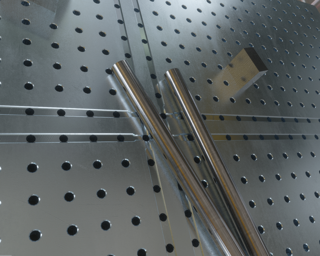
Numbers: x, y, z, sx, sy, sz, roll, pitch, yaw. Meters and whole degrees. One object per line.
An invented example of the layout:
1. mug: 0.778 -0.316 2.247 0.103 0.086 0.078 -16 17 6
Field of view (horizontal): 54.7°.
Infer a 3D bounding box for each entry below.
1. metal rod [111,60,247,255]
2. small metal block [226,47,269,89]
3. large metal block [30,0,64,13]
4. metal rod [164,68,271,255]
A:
1. metal rod: 0.019 0.038 0.396 0.025 0.025 0.299 -21 73 -36
2. small metal block: 0.151 -0.104 0.540 0.025 0.050 0.050 -16 70 -35
3. large metal block: -0.168 -0.224 0.439 0.080 0.050 0.080 23 53 -15
4. metal rod: 0.074 0.046 0.421 0.025 0.025 0.299 -11 67 -33
